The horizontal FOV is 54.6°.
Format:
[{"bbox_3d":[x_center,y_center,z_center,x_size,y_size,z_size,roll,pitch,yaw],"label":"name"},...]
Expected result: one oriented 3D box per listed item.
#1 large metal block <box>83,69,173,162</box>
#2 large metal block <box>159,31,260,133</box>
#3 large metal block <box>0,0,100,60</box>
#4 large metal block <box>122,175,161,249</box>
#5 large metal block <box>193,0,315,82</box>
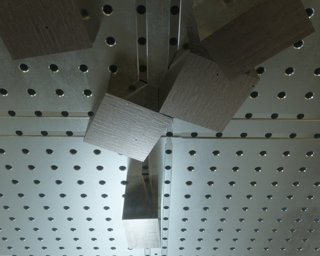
[{"bbox_3d":[-0.039,-0.013,0.383,0.080,0.050,0.080,21,127,-17],"label":"large metal block"},{"bbox_3d":[0.051,-0.050,0.353,0.080,0.050,0.080,18,128,-15],"label":"large metal block"},{"bbox_3d":[-0.111,-0.118,0.294,0.080,0.050,0.080,-7,130,6],"label":"large metal block"},{"bbox_3d":[-0.026,0.131,0.487,0.050,0.080,0.080,-2,130,2],"label":"large metal block"},{"bbox_3d":[0.081,-0.102,0.289,0.080,0.080,0.050,-30,124,23],"label":"large metal block"}]
